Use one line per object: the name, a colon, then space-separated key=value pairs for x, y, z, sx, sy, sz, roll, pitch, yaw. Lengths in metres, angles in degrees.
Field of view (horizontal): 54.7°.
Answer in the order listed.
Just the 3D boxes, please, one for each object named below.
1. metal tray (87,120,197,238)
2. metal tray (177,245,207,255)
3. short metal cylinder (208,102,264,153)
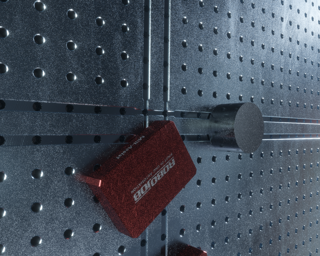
metal tray: x=-0.016 y=0.060 z=0.394 sx=0.131 sy=0.030 sz=0.090 roll=-41 pitch=115 yaw=-33
metal tray: x=0.021 y=0.237 z=0.425 sx=0.131 sy=0.030 sz=0.089 roll=-24 pitch=106 yaw=-38
short metal cylinder: x=0.123 y=0.000 z=0.499 sx=0.081 sy=0.050 sz=0.079 roll=0 pitch=90 yaw=-40
